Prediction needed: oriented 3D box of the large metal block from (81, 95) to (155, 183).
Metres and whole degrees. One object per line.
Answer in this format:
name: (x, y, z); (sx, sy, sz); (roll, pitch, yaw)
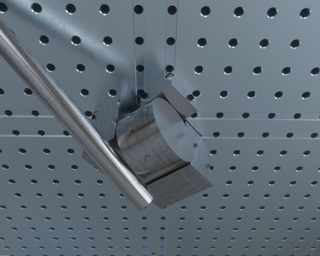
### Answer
large metal block: (-0.045, 0.020, 0.393); (0.050, 0.080, 0.080); (-30, 124, 23)

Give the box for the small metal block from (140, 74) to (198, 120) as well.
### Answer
small metal block: (0.011, -0.031, 0.386); (0.050, 0.025, 0.050); (-34, 123, 25)

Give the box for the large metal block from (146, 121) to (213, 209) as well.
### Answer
large metal block: (0.018, 0.049, 0.415); (0.080, 0.080, 0.050); (-30, 124, 23)

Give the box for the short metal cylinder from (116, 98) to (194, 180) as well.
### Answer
short metal cylinder: (-0.004, 0.012, 0.353); (0.050, 0.080, 0.080); (-30, 125, 22)

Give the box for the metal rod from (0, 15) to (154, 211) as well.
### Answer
metal rod: (-0.109, -0.033, 0.313); (0.025, 0.025, 0.300); (-34, 102, 25)
